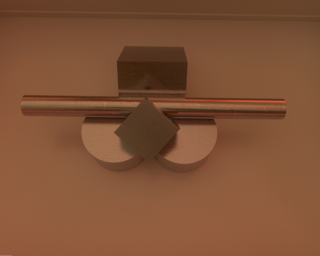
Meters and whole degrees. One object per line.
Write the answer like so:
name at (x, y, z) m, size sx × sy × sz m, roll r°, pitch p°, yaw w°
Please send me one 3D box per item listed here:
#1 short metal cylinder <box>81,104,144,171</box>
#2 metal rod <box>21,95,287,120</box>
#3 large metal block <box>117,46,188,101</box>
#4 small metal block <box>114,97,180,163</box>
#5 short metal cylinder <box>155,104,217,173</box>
short metal cylinder at (-0.053, 0.010, 0.391) m, size 0.081 × 0.050 × 0.080 m, roll 0°, pitch 70°, yaw 0°
metal rod at (-0.007, -0.024, 0.364) m, size 0.302 × 0.025 × 0.025 m, roll 1°, pitch 70°, yaw 0°
large metal block at (-0.009, -0.071, 0.399) m, size 0.081 × 0.050 × 0.080 m, roll 1°, pitch 27°, yaw 0°
small metal block at (-0.014, 0.001, 0.343) m, size 0.050 × 0.025 × 0.050 m, roll 41°, pitch 96°, yaw -6°
short metal cylinder at (0.028, 0.012, 0.391) m, size 0.081 × 0.050 × 0.080 m, roll 0°, pitch 70°, yaw 0°
